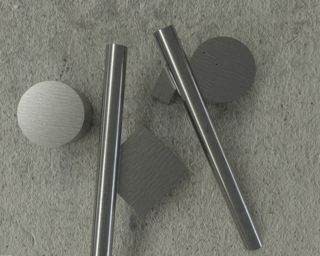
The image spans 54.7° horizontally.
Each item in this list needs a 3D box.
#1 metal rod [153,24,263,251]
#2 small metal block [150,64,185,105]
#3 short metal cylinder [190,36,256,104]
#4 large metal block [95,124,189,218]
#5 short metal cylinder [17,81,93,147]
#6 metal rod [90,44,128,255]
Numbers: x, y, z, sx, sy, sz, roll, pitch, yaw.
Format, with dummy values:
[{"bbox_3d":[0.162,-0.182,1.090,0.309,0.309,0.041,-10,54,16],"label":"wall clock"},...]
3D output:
[{"bbox_3d":[0.064,0.022,0.379,0.025,0.025,0.299,-25,103,0],"label":"metal rod"},{"bbox_3d":[0.010,-0.058,0.398,0.025,0.050,0.050,27,90,0],"label":"small metal block"},{"bbox_3d":[0.076,-0.071,0.398,0.081,0.050,0.080,0,90,0],"label":"short metal cylinder"},{"bbox_3d":[-0.021,0.051,0.397,0.080,0.050,0.080,45,90,0],"label":"large metal block"},{"bbox_3d":[-0.131,-0.017,0.396,0.081,0.050,0.080,0,90,0],"label":"short metal cylinder"},{"bbox_3d":[-0.061,0.054,0.359,0.025,0.025,0.298,4,90,0],"label":"metal rod"}]
